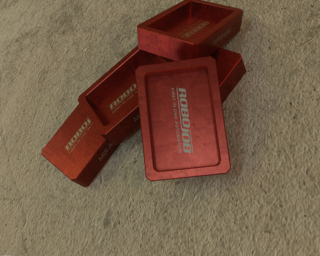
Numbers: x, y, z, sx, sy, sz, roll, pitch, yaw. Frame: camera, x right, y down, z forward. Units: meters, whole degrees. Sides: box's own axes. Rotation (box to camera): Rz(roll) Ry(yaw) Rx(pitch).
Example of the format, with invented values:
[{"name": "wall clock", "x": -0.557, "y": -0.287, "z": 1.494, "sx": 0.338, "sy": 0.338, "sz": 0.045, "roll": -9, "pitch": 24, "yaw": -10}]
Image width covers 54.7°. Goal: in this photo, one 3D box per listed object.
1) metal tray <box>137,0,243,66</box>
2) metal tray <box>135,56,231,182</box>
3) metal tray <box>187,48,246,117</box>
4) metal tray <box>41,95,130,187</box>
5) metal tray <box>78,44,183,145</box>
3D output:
[{"name": "metal tray", "x": 0.043, "y": -0.134, "z": 0.417, "sx": 0.090, "sy": 0.030, "sz": 0.131, "roll": 25, "pitch": 47, "yaw": 26}, {"name": "metal tray", "x": 0.025, "y": -0.009, "z": 0.350, "sx": 0.090, "sy": 0.030, "sz": 0.129, "roll": -7, "pitch": 82, "yaw": 5}, {"name": "metal tray", "x": 0.038, "y": -0.075, "z": 0.427, "sx": 0.130, "sy": 0.030, "sz": 0.090, "roll": 30, "pitch": 78, "yaw": 37}, {"name": "metal tray", "x": -0.100, "y": 0.008, "z": 0.447, "sx": 0.090, "sy": 0.030, "sz": 0.130, "roll": 27, "pitch": 76, "yaw": 37}, {"name": "metal tray", "x": -0.038, "y": -0.051, "z": 0.413, "sx": 0.130, "sy": 0.030, "sz": 0.090, "roll": -41, "pitch": 51, "yaw": -1}]
